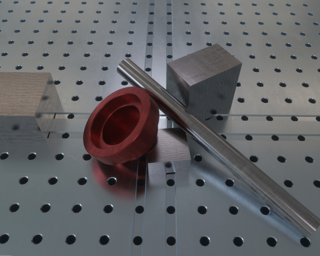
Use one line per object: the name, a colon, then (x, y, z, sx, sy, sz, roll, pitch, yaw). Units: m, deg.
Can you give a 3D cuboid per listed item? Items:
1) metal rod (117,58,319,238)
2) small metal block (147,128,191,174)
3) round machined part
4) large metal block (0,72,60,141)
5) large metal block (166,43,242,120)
metal rod: (0.055, 0.010, 0.372, 0.025, 0.025, 0.300, -37, 67, -27)
small metal block: (0.009, 0.028, 0.384, 0.050, 0.025, 0.050, -4, 50, -4)
round machined part: (-0.042, 0.001, 0.377, 0.098, 0.042, 0.098, -20, 49, 25)
large metal block: (-0.190, -0.029, 0.415, 0.081, 0.050, 0.080, 1, 50, 0)
large metal block: (0.056, -0.056, 0.419, 0.081, 0.080, 0.050, -26, 55, -20)
